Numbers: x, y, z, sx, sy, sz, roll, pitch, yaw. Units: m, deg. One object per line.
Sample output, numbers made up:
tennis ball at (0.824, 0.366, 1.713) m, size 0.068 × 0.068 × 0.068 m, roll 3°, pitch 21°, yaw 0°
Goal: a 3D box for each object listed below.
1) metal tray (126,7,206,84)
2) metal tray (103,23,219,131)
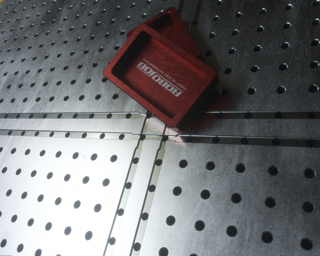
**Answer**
metal tray at (0.006, -0.120, 0.474) m, size 0.090 × 0.030 × 0.130 m, roll -27°, pitch 52°, yaw 10°
metal tray at (0.000, -0.068, 0.410) m, size 0.130 × 0.030 × 0.090 m, roll 39°, pitch 92°, yaw 19°
